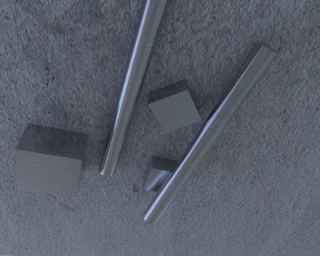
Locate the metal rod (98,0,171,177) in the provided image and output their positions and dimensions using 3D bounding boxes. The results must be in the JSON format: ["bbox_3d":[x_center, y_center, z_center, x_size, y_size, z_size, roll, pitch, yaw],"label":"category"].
[{"bbox_3d":[-0.034,-0.047,0.366,0.025,0.025,0.298,13,129,-11],"label":"metal rod"}]

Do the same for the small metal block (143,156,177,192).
[{"bbox_3d":[0.006,0.072,0.469,0.050,0.025,0.050,12,129,-11],"label":"small metal block"}]

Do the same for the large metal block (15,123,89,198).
[{"bbox_3d":[-0.148,0.046,0.428,0.081,0.050,0.079,11,129,-10],"label":"large metal block"}]

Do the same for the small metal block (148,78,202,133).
[{"bbox_3d":[0.019,-0.027,0.385,0.050,0.025,0.050,-19,128,15],"label":"small metal block"}]

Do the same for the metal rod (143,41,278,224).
[{"bbox_3d":[0.051,0.025,0.406,0.025,0.025,0.298,21,120,-17],"label":"metal rod"}]
